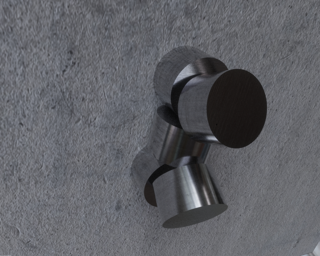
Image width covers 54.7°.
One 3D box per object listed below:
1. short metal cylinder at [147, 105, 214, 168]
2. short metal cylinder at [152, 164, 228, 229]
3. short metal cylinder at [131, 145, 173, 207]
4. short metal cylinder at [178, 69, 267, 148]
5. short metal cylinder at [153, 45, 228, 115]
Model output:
[{"bbox_3d":[0.029,0.009,0.395,0.081,0.080,0.050,1,118,-29],"label":"short metal cylinder"},{"bbox_3d":[0.035,0.084,0.378,0.081,0.050,0.080,-13,150,-7],"label":"short metal cylinder"},{"bbox_3d":[0.005,0.063,0.434,0.081,0.050,0.079,-14,124,-21],"label":"short metal cylinder"},{"bbox_3d":[0.067,-0.020,0.332,0.081,0.050,0.079,-2,94,-29],"label":"short metal cylinder"},{"bbox_3d":[0.038,-0.055,0.379,0.081,0.050,0.079,-14,124,-21],"label":"short metal cylinder"}]
